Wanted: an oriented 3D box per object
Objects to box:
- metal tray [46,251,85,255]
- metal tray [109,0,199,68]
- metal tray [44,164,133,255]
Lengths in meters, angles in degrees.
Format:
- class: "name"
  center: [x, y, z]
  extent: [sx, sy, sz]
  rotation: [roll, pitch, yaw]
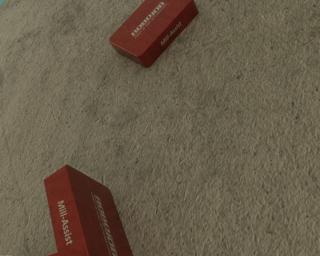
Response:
- class: "metal tray"
  center: [-0.145, 0.201, 0.353]
  extent: [0.130, 0.030, 0.090]
  rotation: [-21, 54, 15]
- class: "metal tray"
  center: [-0.012, -0.168, 0.510]
  extent: [0.130, 0.030, 0.090]
  rotation: [-49, 52, -7]
- class: "metal tray"
  center: [-0.072, 0.110, 0.332]
  extent: [0.030, 0.090, 0.130]
  rotation: [-34, 51, 6]
